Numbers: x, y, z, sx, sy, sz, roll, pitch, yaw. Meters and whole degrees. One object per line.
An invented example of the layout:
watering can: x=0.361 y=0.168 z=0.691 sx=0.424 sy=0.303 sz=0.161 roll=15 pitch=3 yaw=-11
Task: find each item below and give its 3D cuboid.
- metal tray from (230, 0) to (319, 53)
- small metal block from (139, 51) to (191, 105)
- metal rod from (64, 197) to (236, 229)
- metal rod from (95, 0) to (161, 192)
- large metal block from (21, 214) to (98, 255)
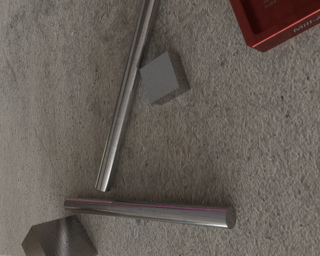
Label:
metal tray: x=0.132 y=-0.142 z=0.291 sx=0.130 sy=0.030 sz=0.090 roll=-25 pitch=74 yaw=36
small metal block: x=0.006 y=-0.063 z=0.398 sx=0.050 sy=0.025 sz=0.050 roll=-26 pitch=74 yaw=36
metal rod: x=-0.038 y=0.114 z=0.433 sx=0.300 sy=0.025 sz=0.025 roll=-8 pitch=85 yaw=39
metal rod: x=-0.047 y=-0.049 z=0.440 sx=0.025 sy=0.025 sz=0.298 roll=26 pitch=106 yaw=37
large metal block: x=-0.161 y=0.195 z=0.499 sx=0.080 sy=0.081 sz=0.050 roll=50 pitch=119 yaw=28
